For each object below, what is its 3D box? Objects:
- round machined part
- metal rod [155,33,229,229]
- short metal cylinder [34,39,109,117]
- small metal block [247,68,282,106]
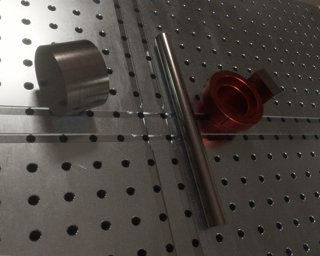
[{"bbox_3d":[0.107,-0.038,0.480,0.099,0.042,0.098,14,56,-21],"label":"round machined part"},{"bbox_3d":[0.038,-0.013,0.437,0.025,0.025,0.299,0,62,-29],"label":"metal rod"},{"bbox_3d":[-0.101,-0.057,0.354,0.050,0.080,0.080,-22,74,-36],"label":"short metal cylinder"},{"bbox_3d":[0.167,-0.064,0.524,0.025,0.050,0.050,-24,75,-37],"label":"small metal block"}]
